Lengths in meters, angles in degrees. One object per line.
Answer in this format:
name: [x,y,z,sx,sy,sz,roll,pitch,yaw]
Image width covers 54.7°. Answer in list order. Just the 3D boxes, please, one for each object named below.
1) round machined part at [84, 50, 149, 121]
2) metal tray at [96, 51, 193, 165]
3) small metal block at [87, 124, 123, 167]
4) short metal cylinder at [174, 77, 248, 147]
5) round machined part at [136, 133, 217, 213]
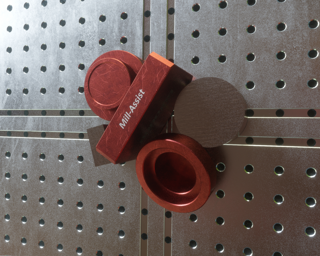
round machined part: [-0.062,-0.058,0.420,0.098,0.042,0.097,0,90,19]
metal tray: [-0.015,-0.021,0.379,0.030,0.090,0.129,35,101,16]
small metal block: [-0.069,0.022,0.419,0.025,0.050,0.050,-16,85,19]
short metal cylinder: [0.063,-0.018,0.373,0.080,0.050,0.079,0,90,20]
round machined part: [0.023,0.050,0.379,0.098,0.042,0.097,12,117,26]
